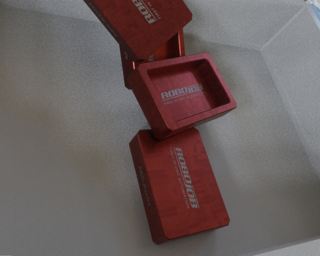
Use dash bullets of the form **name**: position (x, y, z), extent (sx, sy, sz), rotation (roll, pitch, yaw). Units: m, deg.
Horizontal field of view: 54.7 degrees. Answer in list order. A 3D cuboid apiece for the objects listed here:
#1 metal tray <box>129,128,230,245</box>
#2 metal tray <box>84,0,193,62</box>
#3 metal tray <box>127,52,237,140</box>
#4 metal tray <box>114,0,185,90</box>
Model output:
- **metal tray**: position (0.022, 0.064, 0.377), extent (0.091, 0.030, 0.130), rotation (-2, 63, -30)
- **metal tray**: position (-0.034, -0.156, 0.371), extent (0.090, 0.030, 0.130), rotation (-44, 108, -11)
- **metal tray**: position (0.033, -0.046, 0.404), extent (0.131, 0.030, 0.090), rotation (-20, 79, -38)
- **metal tray**: position (-0.011, -0.123, 0.426), extent (0.091, 0.030, 0.129), rotation (-17, 108, -35)
